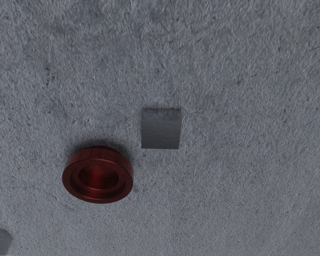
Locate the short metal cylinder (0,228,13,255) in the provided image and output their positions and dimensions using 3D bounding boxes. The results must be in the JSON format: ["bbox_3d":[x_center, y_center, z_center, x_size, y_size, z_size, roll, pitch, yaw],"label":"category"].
[{"bbox_3d":[-0.327,0.225,0.578,0.081,0.050,0.079,0,130,0],"label":"short metal cylinder"}]

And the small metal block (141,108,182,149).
[{"bbox_3d":[0.001,0.001,0.408,0.050,0.025,0.050,2,130,-2],"label":"small metal block"}]

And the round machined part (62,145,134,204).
[{"bbox_3d":[-0.087,0.063,0.449,0.099,0.042,0.097,-1,130,0],"label":"round machined part"}]
